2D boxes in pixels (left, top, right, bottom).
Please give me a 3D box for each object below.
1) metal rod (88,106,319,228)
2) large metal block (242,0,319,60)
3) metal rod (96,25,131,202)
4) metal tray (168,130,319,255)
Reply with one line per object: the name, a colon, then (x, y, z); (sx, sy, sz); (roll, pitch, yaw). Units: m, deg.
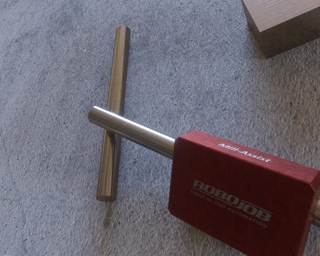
metal rod: (0.032, 0.031, 0.349); (0.300, 0.025, 0.025); (22, 73, 30)
large metal block: (0.158, -0.147, 0.395); (0.080, 0.050, 0.080); (-21, 54, 15)
metal rod: (-0.065, -0.040, 0.460); (0.025, 0.025, 0.299); (-13, 56, 21)
metal tray: (0.071, 0.063, 0.290); (0.130, 0.030, 0.089); (19, 115, 35)
